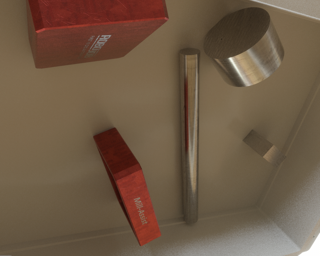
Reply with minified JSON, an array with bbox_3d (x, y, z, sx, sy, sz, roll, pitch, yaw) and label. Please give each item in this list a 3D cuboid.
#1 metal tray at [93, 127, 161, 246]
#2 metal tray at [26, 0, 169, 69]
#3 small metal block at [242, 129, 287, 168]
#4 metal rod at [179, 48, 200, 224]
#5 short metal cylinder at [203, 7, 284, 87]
[{"bbox_3d":[-0.041,0.075,0.391,0.030,0.090,0.129,-23,127,-15],"label":"metal tray"},{"bbox_3d":[-0.060,-0.082,0.260,0.091,0.130,0.030,-13,95,-21],"label":"metal tray"},{"bbox_3d":[0.172,0.034,0.511,0.050,0.050,0.025,34,99,-39],"label":"small metal block"},{"bbox_3d":[0.045,0.032,0.454,0.025,0.025,0.298,-17,126,-19],"label":"metal rod"},{"bbox_3d":[0.100,-0.096,0.370,0.080,0.080,0.050,-44,130,2],"label":"short metal cylinder"}]
